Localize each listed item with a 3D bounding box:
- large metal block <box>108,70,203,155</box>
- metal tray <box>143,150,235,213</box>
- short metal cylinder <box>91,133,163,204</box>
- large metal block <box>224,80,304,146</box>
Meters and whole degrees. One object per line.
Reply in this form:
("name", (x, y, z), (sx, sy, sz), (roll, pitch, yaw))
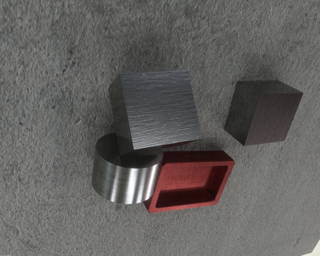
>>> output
("large metal block", (-0.007, -0.017, 0.351), (0.081, 0.050, 0.080), (-7, 82, -25))
("metal tray", (0.044, 0.081, 0.477), (0.131, 0.030, 0.089), (2, 118, -29))
("short metal cylinder", (-0.040, 0.046, 0.378), (0.081, 0.080, 0.050), (-2, 120, -27))
("large metal block", (0.151, -0.024, 0.459), (0.081, 0.050, 0.079), (-5, 121, -26))
